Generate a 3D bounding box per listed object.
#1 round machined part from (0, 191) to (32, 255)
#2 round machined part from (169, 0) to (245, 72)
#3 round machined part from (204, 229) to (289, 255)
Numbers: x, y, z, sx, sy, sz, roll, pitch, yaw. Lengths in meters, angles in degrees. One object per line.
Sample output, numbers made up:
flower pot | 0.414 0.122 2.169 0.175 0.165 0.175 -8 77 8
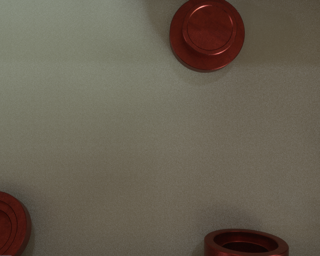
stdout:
round machined part | -0.212 0.132 0.389 0.099 0.042 0.098 2 64 -4
round machined part | 0.062 -0.124 0.403 0.099 0.042 0.097 0 90 0
round machined part | 0.103 0.158 0.375 0.099 0.098 0.042 1 89 0
